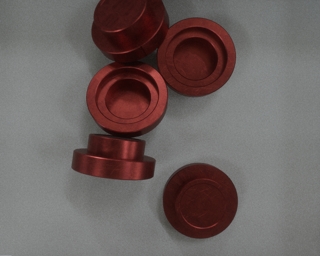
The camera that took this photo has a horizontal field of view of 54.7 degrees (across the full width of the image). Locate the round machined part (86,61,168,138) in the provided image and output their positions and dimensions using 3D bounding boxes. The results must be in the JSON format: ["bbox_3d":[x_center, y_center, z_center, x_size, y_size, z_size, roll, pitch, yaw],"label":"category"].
[{"bbox_3d":[-0.040,-0.033,0.392,0.099,0.042,0.098,0,70,0],"label":"round machined part"}]

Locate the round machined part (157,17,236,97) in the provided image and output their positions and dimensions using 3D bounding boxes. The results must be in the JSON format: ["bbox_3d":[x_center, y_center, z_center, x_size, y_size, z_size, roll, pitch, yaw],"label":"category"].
[{"bbox_3d":[0.045,-0.089,0.403,0.099,0.042,0.097,0,90,-1],"label":"round machined part"}]

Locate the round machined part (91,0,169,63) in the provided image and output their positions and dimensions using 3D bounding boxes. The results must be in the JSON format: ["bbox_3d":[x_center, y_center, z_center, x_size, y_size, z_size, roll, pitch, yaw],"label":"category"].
[{"bbox_3d":[-0.041,-0.133,0.381,0.098,0.042,0.098,-7,66,17],"label":"round machined part"}]

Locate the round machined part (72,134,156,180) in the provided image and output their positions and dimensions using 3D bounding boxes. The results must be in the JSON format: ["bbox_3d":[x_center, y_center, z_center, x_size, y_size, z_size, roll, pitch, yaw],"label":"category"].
[{"bbox_3d":[-0.053,0.032,0.374,0.099,0.098,0.042,8,91,-1],"label":"round machined part"}]

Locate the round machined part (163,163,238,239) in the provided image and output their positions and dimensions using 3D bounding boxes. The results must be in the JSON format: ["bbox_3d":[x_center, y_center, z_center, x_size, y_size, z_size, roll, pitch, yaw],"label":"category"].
[{"bbox_3d":[0.053,0.096,0.404,0.099,0.042,0.097,0,90,-1],"label":"round machined part"}]
